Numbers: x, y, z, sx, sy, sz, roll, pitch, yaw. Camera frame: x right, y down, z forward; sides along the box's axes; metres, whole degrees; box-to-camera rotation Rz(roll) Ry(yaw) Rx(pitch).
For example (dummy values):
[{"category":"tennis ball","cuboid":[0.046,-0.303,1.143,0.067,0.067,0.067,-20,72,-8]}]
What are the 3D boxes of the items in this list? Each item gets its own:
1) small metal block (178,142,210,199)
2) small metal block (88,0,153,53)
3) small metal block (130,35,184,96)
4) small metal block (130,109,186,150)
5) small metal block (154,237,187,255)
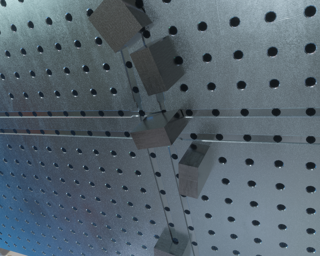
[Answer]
[{"category":"small metal block","cuboid":[0.045,0.055,0.404,0.025,0.050,0.050,11,123,22]},{"category":"small metal block","cuboid":[-0.046,-0.124,0.357,0.050,0.025,0.050,-32,101,38]},{"category":"small metal block","cuboid":[-0.002,-0.071,0.351,0.025,0.050,0.050,-12,113,33]},{"category":"small metal block","cuboid":[-0.001,0.001,0.395,0.050,0.050,0.025,-10,114,32]},{"category":"small metal block","cuboid":[0.018,0.224,0.538,0.050,0.025,0.050,12,123,21]}]
